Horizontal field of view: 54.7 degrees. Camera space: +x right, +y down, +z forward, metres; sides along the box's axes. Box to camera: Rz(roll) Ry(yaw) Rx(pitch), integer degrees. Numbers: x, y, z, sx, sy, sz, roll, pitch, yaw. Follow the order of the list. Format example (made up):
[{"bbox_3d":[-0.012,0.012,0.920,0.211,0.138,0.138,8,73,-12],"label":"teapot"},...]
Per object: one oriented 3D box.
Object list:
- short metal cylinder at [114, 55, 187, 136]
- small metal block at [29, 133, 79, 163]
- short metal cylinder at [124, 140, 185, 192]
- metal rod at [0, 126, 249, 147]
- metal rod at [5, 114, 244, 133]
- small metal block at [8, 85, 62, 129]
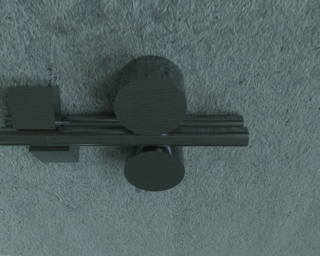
[{"bbox_3d":[-0.010,-0.037,0.360,0.081,0.050,0.079,0,130,0],"label":"short metal cylinder"},{"bbox_3d":[-0.140,0.028,0.418,0.050,0.025,0.050,0,157,-1],"label":"small metal block"},{"bbox_3d":[-0.007,0.043,0.429,0.081,0.050,0.079,0,130,0],"label":"short metal cylinder"},{"bbox_3d":[-0.044,0.010,0.384,0.302,0.025,0.025,0,130,0],"label":"metal rod"},{"bbox_3d":[-0.045,-0.005,0.404,0.302,0.025,0.025,0,130,-1],"label":"metal rod"},{"bbox_3d":[-0.149,-0.025,0.373,0.050,0.025,0.050,0,103,0],"label":"small metal block"}]
